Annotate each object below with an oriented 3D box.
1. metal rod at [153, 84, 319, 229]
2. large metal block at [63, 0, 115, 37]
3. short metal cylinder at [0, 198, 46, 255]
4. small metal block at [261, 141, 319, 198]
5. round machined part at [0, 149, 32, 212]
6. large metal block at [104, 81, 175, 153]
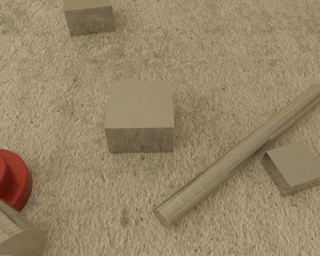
[{"bbox_3d":[0.116,0.021,0.387,0.302,0.025,0.025,-33,58,-25],"label":"metal rod"},{"bbox_3d":[-0.131,-0.216,0.567,0.081,0.050,0.080,-10,51,-9],"label":"large metal block"},{"bbox_3d":[-0.151,0.110,0.273,0.050,0.080,0.080,30,56,22],"label":"short metal cylinder"},{"bbox_3d":[0.157,0.048,0.365,0.050,0.025,0.050,-15,52,-13],"label":"small metal block"},{"bbox_3d":[-0.197,0.061,0.338,0.099,0.042,0.098,0,50,0],"label":"round machined part"},{"bbox_3d":[-0.024,-0.015,0.399,0.081,0.050,0.080,-1,50,-1],"label":"large metal block"}]
